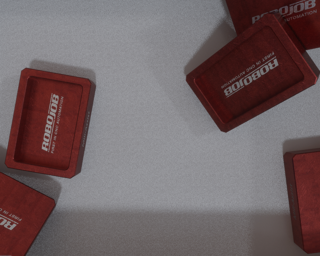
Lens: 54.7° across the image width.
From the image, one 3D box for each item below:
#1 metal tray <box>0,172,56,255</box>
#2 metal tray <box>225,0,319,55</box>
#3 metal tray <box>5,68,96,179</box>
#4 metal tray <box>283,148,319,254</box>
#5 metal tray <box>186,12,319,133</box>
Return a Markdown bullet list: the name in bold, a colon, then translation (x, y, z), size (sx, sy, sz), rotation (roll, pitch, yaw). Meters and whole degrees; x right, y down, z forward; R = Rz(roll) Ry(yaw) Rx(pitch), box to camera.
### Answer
- **metal tray**: translation (-0.210, 0.102, 0.384), size (0.130, 0.030, 0.090), rotation (30, 67, -7)
- **metal tray**: translation (0.146, -0.132, 0.352), size (0.030, 0.130, 0.090), rotation (-35, 110, -32)
- **metal tray**: translation (-0.142, -0.006, 0.407), size (0.091, 0.030, 0.129), rotation (10, 90, 0)
- **metal tray**: translation (0.221, 0.092, 0.410), size (0.091, 0.030, 0.129), rotation (-7, 90, 0)
- **metal tray**: translation (0.105, -0.062, 0.372), size (0.130, 0.030, 0.090), rotation (-34, 91, 39)
